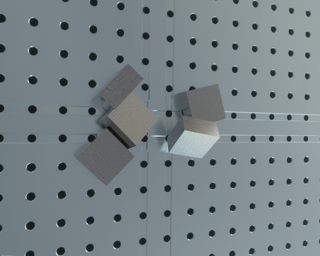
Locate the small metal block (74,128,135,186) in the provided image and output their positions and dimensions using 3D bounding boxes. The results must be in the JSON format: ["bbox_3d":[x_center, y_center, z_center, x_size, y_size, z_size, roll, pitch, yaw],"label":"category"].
[{"bbox_3d":[-0.069,0.035,0.387,0.050,0.025,0.050,-46,105,-14],"label":"small metal block"}]

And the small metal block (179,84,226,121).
[{"bbox_3d":[0.059,-0.031,0.434,0.050,0.025,0.050,-16,95,-19],"label":"small metal block"}]

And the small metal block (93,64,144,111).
[{"bbox_3d":[-0.052,-0.048,0.380,0.025,0.050,0.050,44,76,-15],"label":"small metal block"}]

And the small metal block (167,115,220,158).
[{"bbox_3d":[0.043,0.013,0.412,0.050,0.050,0.025,11,48,-20],"label":"small metal block"}]

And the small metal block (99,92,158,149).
[{"bbox_3d":[-0.039,-0.010,0.390,0.050,0.025,0.050,47,55,-14],"label":"small metal block"}]
